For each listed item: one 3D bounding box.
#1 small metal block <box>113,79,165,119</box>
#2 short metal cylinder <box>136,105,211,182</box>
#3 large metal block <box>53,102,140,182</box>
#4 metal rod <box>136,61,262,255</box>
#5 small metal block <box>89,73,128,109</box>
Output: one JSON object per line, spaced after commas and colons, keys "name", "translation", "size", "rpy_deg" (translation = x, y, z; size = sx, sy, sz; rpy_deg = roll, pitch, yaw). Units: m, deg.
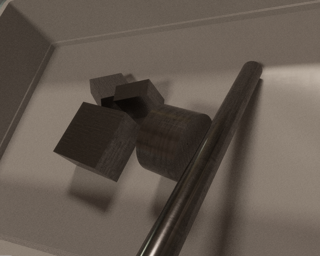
{"name": "small metal block", "translation": [-0.028, -0.038, 0.426], "size": [0.050, 0.050, 0.025], "rpy_deg": [-8, 58, 23]}
{"name": "short metal cylinder", "translation": [0.019, 0.017, 0.349], "size": [0.050, 0.080, 0.080], "rpy_deg": [17, 71, 34]}
{"name": "large metal block", "translation": [-0.082, 0.017, 0.421], "size": [0.080, 0.050, 0.080], "rpy_deg": [15, 69, 33]}
{"name": "metal rod", "translation": [0.051, 0.016, 0.290], "size": [0.025, 0.025, 0.301], "rpy_deg": [5, 39, 30]}
{"name": "small metal block", "translation": [-0.071, -0.054, 0.460], "size": [0.050, 0.025, 0.050], "rpy_deg": [-16, 47, -22]}
